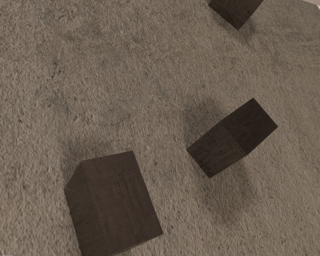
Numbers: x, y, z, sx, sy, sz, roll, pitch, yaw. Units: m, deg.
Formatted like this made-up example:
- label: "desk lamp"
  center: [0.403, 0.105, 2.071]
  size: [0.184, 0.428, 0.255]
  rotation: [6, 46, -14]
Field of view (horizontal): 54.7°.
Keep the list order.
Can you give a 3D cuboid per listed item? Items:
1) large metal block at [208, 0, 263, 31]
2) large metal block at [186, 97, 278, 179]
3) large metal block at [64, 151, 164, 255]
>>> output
- label: "large metal block"
  center: [0.158, -0.259, 0.634]
  size: [0.080, 0.050, 0.080]
  rotation: [40, 51, -2]
- label: "large metal block"
  center: [0.095, 0.014, 0.413]
  size: [0.081, 0.080, 0.050]
  rotation: [-31, 80, -38]
- label: "large metal block"
  center: [-0.049, 0.078, 0.296]
  size: [0.050, 0.080, 0.080]
  rotation: [-9, 67, -33]
